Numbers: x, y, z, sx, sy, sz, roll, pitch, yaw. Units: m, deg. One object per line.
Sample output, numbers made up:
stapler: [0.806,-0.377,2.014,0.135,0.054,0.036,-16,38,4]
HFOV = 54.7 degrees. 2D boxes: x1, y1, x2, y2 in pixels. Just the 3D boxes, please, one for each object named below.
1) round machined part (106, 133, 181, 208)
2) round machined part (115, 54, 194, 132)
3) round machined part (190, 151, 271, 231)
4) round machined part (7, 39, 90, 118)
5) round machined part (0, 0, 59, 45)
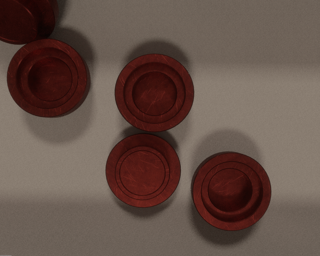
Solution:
round machined part: [-0.022,0.055,0.403,0.099,0.042,0.097,0,90,-1]
round machined part: [-0.007,-0.044,0.403,0.099,0.042,0.097,0,90,-1]
round machined part: [0.089,0.079,0.404,0.099,0.042,0.097,0,90,-1]
round machined part: [-0.139,-0.062,0.401,0.099,0.042,0.097,0,90,-1]
round machined part: [-0.177,-0.139,0.370,0.099,0.097,0.042,3,54,-1]
